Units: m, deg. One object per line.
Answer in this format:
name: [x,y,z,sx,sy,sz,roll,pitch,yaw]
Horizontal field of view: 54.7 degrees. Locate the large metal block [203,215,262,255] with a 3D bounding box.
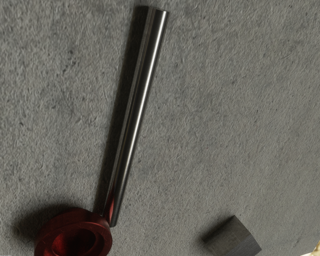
large metal block: [0.145,0.233,0.614,0.080,0.050,0.080,-38,129,-3]

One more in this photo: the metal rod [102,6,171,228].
metal rod: [-0.038,0.005,0.389,0.025,0.025,0.298,1,118,-29]

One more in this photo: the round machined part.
round machined part: [-0.117,0.148,0.419,0.099,0.042,0.097,-10,123,-16]
